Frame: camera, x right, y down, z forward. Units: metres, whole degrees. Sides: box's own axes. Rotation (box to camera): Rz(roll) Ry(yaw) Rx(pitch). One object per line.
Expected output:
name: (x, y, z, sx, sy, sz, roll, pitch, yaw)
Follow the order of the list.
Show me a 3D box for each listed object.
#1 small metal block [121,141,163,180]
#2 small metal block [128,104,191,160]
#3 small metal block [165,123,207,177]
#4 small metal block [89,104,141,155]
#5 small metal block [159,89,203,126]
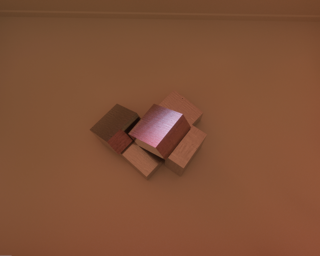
small metal block: (-0.018, 0.030, 0.397, 0.050, 0.025, 0.050, 40, 75, 13)
small metal block: (-0.001, 0.003, 0.367, 0.050, 0.025, 0.050, 24, 68, 44)
small metal block: (0.031, 0.028, 0.384, 0.025, 0.050, 0.050, 34, 73, 11)
small metal block: (-0.054, 0.000, 0.394, 0.050, 0.025, 0.050, -46, 38, -15)
small metal block: (0.021, -0.014, 0.413, 0.050, 0.025, 0.050, 40, 75, 13)
